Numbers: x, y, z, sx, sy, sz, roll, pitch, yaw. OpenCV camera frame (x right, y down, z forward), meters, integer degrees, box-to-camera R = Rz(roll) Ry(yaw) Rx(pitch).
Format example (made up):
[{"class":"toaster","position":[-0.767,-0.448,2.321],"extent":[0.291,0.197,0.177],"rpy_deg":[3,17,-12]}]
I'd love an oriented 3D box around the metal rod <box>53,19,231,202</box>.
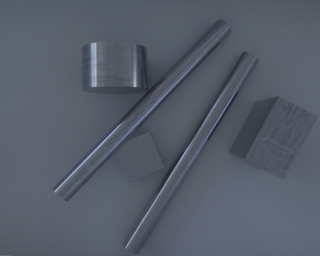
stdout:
[{"class":"metal rod","position":[-0.018,-0.027,0.394],"extent":[0.025,0.025,0.300],"rpy_deg":[44,83,0]}]

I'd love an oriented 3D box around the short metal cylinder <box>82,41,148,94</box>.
[{"class":"short metal cylinder","position":[-0.055,-0.071,0.383],"extent":[0.081,0.080,0.050],"rpy_deg":[-1,90,-1]}]

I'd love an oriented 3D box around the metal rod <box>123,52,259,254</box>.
[{"class":"metal rod","position":[0.041,0.032,0.411],"extent":[0.025,0.025,0.299],"rpy_deg":[32,90,-1]}]

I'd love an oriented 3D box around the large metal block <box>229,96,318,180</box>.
[{"class":"large metal block","position":[0.136,0.011,0.386],"extent":[0.050,0.080,0.080],"rpy_deg":[28,90,-1]}]

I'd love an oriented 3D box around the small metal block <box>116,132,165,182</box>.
[{"class":"small metal block","position":[-0.027,0.037,0.411],"extent":[0.050,0.025,0.050],"rpy_deg":[-23,90,-1]}]
